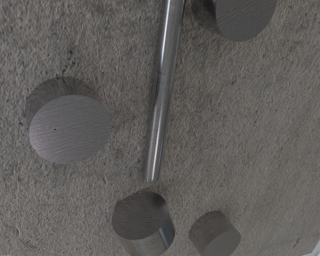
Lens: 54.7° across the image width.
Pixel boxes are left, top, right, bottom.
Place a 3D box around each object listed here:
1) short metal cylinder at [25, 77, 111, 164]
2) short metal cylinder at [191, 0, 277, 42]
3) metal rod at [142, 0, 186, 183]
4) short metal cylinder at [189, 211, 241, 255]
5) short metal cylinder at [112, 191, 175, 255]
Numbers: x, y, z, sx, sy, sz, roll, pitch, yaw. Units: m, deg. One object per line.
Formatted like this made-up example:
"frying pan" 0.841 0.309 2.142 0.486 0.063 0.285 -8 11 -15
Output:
"short metal cylinder" -0.099 -0.009 0.331 0.081 0.050 0.079 -14 124 -21
"short metal cylinder" 0.083 -0.143 0.348 0.081 0.050 0.079 -14 124 -21
"metal rod" 0.005 -0.060 0.372 0.025 0.025 0.298 -7 122 -25
"short metal cylinder" 0.101 0.201 0.570 0.081 0.050 0.079 -14 124 -21
"short metal cylinder" -0.023 0.138 0.445 0.080 0.080 0.050 -26 128 -13
